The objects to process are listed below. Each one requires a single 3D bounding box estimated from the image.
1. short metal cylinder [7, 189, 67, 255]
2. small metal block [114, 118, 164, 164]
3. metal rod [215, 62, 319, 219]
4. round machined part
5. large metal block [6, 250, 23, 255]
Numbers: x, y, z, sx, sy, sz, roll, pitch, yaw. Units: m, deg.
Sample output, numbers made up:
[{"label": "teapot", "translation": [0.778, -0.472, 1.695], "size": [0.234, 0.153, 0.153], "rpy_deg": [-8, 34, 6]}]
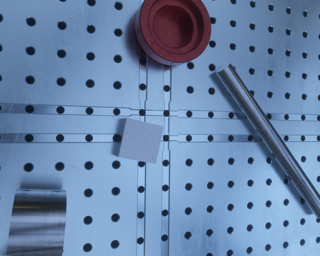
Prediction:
[{"label": "short metal cylinder", "translation": [-0.132, 0.107, 0.335], "size": [0.050, 0.080, 0.080], "rpy_deg": [6, 88, -20]}, {"label": "small metal block", "translation": [-0.028, 0.017, 0.403], "size": [0.050, 0.025, 0.050], "rpy_deg": [13, 86, -20]}, {"label": "metal rod", "translation": [0.181, 0.028, 0.481], "size": [0.025, 0.025, 0.300], "rpy_deg": [-42, 104, -15]}, {"label": "round machined part", "translation": [0.015, -0.131, 0.410], "size": [0.099, 0.042, 0.097], "rpy_deg": [0, 90, -21]}, {"label": "large metal block", "translation": [-0.157, 0.197, 0.341], "size": [0.080, 0.050, 0.080], "rpy_deg": [37, 79, -17]}]
